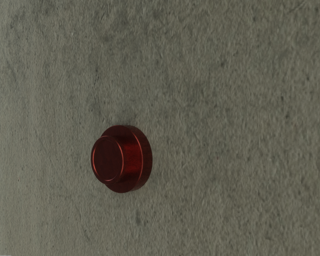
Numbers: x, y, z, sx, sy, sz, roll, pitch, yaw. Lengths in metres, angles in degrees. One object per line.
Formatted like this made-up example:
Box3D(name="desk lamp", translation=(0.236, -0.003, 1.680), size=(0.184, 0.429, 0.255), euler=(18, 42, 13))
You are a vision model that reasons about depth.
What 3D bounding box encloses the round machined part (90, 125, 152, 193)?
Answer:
Box3D(name="round machined part", translation=(-0.061, 0.044, 0.442), size=(0.098, 0.042, 0.097), euler=(0, 90, 39))
